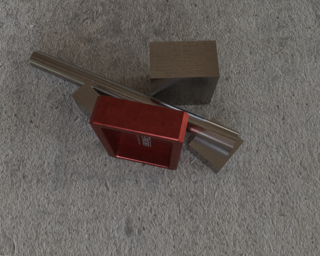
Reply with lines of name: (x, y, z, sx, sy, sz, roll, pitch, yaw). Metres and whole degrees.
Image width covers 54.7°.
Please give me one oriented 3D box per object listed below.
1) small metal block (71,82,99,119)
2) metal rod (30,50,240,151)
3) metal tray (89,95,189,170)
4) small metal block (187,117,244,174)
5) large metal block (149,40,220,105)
small metal block: (-0.083, -0.025, 0.403, 0.050, 0.050, 0.025, 43, 75, 13)
metal rod: (-0.043, -0.041, 0.409, 0.301, 0.025, 0.025, 23, 72, 13)
metal tray: (-0.020, 0.011, 0.349, 0.090, 0.130, 0.030, 12, 71, 4)
small metal block: (0.071, 0.023, 0.402, 0.050, 0.025, 0.050, 40, 74, 13)
large metal block: (0.028, -0.068, 0.404, 0.081, 0.080, 0.050, -2, 70, -1)
